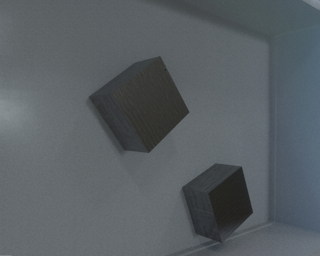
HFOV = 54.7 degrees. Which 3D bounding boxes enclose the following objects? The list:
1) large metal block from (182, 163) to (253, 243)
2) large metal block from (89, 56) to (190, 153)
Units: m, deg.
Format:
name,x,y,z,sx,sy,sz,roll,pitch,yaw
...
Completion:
name,x,y,z,sx,sy,sz,roll,pitch,yaw
large metal block,0.088,0.109,0.464,0.081,0.050,0.080,-27,107,-37
large metal block,-0.022,-0.028,0.371,0.080,0.050,0.080,-44,117,-31
